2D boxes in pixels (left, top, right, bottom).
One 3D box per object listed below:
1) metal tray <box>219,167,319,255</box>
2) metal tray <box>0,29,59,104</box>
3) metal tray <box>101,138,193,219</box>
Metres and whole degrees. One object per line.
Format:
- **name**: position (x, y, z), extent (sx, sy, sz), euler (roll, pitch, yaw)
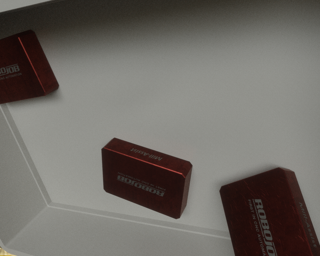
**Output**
- **metal tray**: position (0.128, 0.121, 0.361), extent (0.090, 0.030, 0.130), euler (-29, 60, 37)
- **metal tray**: position (-0.225, -0.087, 0.467), extent (0.130, 0.030, 0.090), euler (-5, 116, 30)
- **metal tray**: position (-0.022, 0.075, 0.462), extent (0.130, 0.030, 0.089), euler (16, 125, 18)
